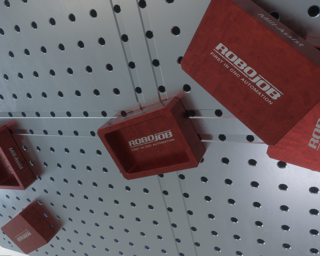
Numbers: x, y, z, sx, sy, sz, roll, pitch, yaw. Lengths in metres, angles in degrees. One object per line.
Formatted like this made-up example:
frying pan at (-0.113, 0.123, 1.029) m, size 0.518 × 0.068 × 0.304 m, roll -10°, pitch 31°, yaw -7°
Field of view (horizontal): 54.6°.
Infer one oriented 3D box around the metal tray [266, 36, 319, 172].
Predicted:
metal tray at (0.168, -0.017, 0.309) m, size 0.090 × 0.030 × 0.129 m, roll 16°, pitch 125°, yaw 19°

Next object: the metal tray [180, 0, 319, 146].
metal tray at (0.089, -0.057, 0.299) m, size 0.130 × 0.030 × 0.089 m, roll 45°, pitch 137°, yaw 16°

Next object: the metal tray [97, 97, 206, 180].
metal tray at (-0.015, 0.019, 0.428) m, size 0.130 × 0.030 × 0.090 m, roll -17°, pitch 110°, yaw 34°

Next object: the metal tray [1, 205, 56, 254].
metal tray at (-0.307, 0.238, 0.719) m, size 0.090 × 0.030 × 0.130 m, roll 49°, pitch 129°, yaw -7°

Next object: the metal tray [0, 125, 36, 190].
metal tray at (-0.312, 0.061, 0.611) m, size 0.090 × 0.030 × 0.129 m, roll -5°, pitch 116°, yaw 30°
